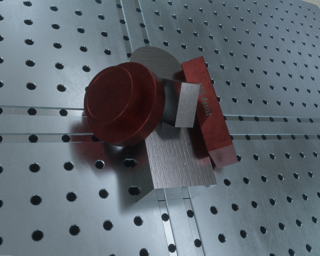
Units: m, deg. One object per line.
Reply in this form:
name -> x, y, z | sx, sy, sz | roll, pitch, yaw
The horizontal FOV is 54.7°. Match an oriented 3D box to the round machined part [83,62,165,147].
round machined part -> -0.047, -0.031, 0.350 | 0.042, 0.098, 0.098 | 29, 43, -55

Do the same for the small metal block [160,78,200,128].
small metal block -> 0.019, -0.031, 0.366 | 0.025, 0.050, 0.050 | 2, 103, -31

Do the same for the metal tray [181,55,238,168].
metal tray -> 0.067, -0.020, 0.416 | 0.030, 0.090, 0.130 | -19, 64, 11

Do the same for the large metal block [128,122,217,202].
large metal block -> 0.012, 0.040, 0.373 | 0.081, 0.050, 0.080 | 2, 61, -27

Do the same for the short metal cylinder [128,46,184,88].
short metal cylinder -> -0.012, -0.064, 0.423 | 0.081, 0.050, 0.080 | 14, 56, -21
